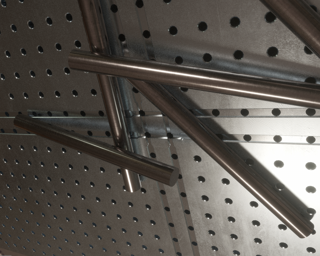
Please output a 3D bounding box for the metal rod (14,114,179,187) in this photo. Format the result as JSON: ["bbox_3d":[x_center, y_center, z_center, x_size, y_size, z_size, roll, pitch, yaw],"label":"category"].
[{"bbox_3d":[-0.110,0.025,0.457,0.300,0.025,0.025,16,125,28],"label":"metal rod"}]

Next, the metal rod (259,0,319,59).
[{"bbox_3d":[0.126,-0.100,0.282,0.300,0.025,0.025,43,129,-2],"label":"metal rod"}]

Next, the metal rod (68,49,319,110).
[{"bbox_3d":[0.038,-0.054,0.338,0.301,0.025,0.025,11,123,15],"label":"metal rod"}]

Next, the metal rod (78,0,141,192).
[{"bbox_3d":[-0.064,-0.037,0.420,0.025,0.025,0.298,5,121,25],"label":"metal rod"}]

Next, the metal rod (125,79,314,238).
[{"bbox_3d":[0.074,0.029,0.389,0.300,0.025,0.025,42,129,-2],"label":"metal rod"}]
